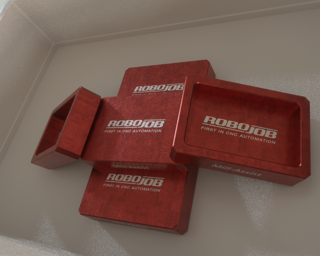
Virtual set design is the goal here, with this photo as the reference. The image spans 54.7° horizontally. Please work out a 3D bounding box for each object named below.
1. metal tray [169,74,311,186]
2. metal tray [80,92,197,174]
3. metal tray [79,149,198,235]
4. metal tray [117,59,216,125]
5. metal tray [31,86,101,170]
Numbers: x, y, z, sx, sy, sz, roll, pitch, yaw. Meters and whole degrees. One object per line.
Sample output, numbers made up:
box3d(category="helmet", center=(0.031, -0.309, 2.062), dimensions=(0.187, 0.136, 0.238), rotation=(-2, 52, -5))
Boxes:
box3d(category="metal tray", center=(0.082, 0.001, 0.317), dimensions=(0.131, 0.030, 0.090), rotation=(12, 65, 1))
box3d(category="metal tray", center=(-0.024, 0.005, 0.372), dimensions=(0.130, 0.030, 0.090), rotation=(-1, 61, 27))
box3d(category="metal tray", center=(-0.025, 0.070, 0.370), dimensions=(0.130, 0.030, 0.090), rotation=(0, 61, 27))
box3d(category="metal tray", center=(0.004, -0.044, 0.424), dimensions=(0.130, 0.030, 0.090), rotation=(0, 61, 27))
box3d(category="metal tray", center=(-0.133, 0.005, 0.429), dimensions=(0.130, 0.030, 0.090), rotation=(-20, 49, 53))
